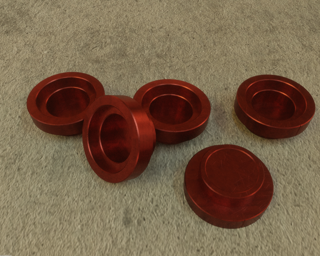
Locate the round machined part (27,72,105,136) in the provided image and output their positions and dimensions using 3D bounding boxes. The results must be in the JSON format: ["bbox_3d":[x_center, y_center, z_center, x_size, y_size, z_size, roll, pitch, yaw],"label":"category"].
[{"bbox_3d":[-0.121,-0.028,0.414,0.099,0.042,0.098,0,50,0],"label":"round machined part"}]

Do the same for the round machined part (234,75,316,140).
[{"bbox_3d":[0.148,-0.024,0.413,0.099,0.042,0.098,0,50,0],"label":"round machined part"}]

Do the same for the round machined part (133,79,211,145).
[{"bbox_3d":[0.014,-0.017,0.403,0.099,0.042,0.098,3,47,-3],"label":"round machined part"}]

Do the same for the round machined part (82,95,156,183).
[{"bbox_3d":[-0.043,0.011,0.356,0.042,0.097,0.098,-6,41,-48],"label":"round machined part"}]

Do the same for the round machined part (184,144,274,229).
[{"bbox_3d":[0.077,0.057,0.345,0.099,0.042,0.098,0,50,0],"label":"round machined part"}]
